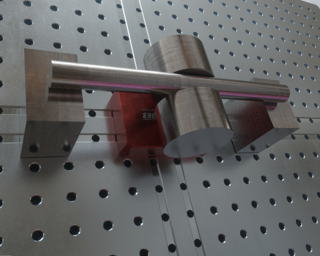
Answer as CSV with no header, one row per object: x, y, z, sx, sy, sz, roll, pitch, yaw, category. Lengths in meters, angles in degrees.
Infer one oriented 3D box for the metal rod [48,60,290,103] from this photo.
0.034,-0.048,0.352,0.303,0.025,0.025,0,62,-28,metal rod

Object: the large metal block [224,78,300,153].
0.144,-0.017,0.459,0.050,0.080,0.080,1,62,-28,large metal block

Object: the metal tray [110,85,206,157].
0.006,-0.010,0.414,0.131,0.030,0.090,1,61,-28,metal tray

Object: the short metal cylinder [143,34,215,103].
0.023,-0.071,0.390,0.081,0.080,0.050,1,62,-28,short metal cylinder

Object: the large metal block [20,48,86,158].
-0.116,-0.023,0.322,0.050,0.080,0.080,1,62,-28,large metal block

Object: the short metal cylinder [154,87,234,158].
0.038,-0.004,0.357,0.081,0.080,0.050,1,62,-28,short metal cylinder
